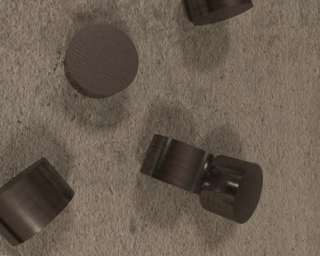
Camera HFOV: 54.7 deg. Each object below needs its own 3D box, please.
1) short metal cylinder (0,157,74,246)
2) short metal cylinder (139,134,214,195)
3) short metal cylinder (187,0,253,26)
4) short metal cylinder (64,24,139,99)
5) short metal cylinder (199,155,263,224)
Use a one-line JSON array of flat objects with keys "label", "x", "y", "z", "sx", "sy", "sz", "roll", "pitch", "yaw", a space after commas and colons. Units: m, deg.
[{"label": "short metal cylinder", "x": -0.140, "y": 0.076, "z": 0.329, "sx": 0.080, "sy": 0.080, "sz": 0.050, "roll": -39, "pitch": 103, "yaw": -16}, {"label": "short metal cylinder", "x": 0.021, "y": 0.046, "z": 0.389, "sx": 0.080, "sy": 0.080, "sz": 0.050, "roll": 24, "pitch": 82, "yaw": -19}, {"label": "short metal cylinder", "x": 0.077, "y": -0.174, "z": 0.409, "sx": 0.081, "sy": 0.080, "sz": 0.050, "roll": -17, "pitch": 96, "yaw": -20}, {"label": "short metal cylinder", "x": -0.071, "y": -0.077, "z": 0.370, "sx": 0.081, "sy": 0.050, "sz": 0.079, "roll": 0, "pitch": 90, "yaw": -21}, {"label": "short metal cylinder", "x": 0.097, "y": 0.081, "z": 0.415, "sx": 0.081, "sy": 0.050, "sz": 0.079, "roll": -16, "pitch": 112, "yaw": -46}]
